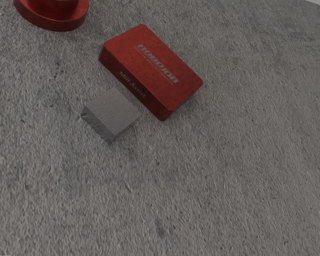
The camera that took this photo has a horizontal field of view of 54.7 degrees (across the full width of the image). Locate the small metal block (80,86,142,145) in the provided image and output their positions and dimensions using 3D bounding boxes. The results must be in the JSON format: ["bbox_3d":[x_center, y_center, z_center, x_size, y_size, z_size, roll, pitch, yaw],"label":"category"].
[{"bbox_3d":[-0.060,-0.016,0.381,0.050,0.025,0.050,46,51,3],"label":"small metal block"}]

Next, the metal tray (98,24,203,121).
[{"bbox_3d":[-0.011,-0.083,0.445,0.130,0.030,0.090,45,51,3],"label":"metal tray"}]

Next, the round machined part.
[{"bbox_3d":[-0.147,-0.184,0.426,0.099,0.042,0.098,14,56,-21],"label":"round machined part"}]
